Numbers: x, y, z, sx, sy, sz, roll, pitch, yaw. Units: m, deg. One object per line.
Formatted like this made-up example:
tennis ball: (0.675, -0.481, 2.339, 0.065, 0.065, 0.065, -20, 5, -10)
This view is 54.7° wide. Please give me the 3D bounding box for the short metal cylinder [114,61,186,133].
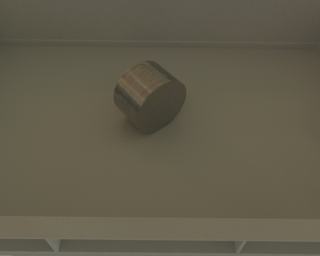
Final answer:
short metal cylinder: (-0.012, -0.040, 0.403, 0.081, 0.080, 0.050, -31, 57, -24)
